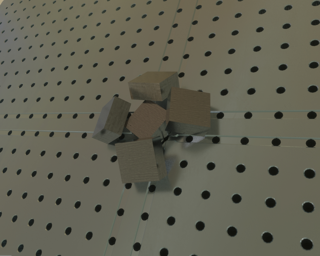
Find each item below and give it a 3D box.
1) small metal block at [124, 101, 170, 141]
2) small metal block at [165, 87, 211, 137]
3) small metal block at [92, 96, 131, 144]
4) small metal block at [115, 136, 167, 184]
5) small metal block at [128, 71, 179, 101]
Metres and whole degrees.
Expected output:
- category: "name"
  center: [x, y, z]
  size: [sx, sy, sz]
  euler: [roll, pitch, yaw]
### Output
- category: "small metal block"
  center: [-0.013, -0.006, 0.416]
  size: [0.050, 0.025, 0.050]
  euler: [-49, 52, -7]
- category: "small metal block"
  center: [0.035, -0.020, 0.386]
  size: [0.050, 0.025, 0.050]
  euler: [9, 60, -7]
- category: "small metal block"
  center: [-0.068, -0.010, 0.434]
  size: [0.050, 0.025, 0.050]
  euler: [-28, 42, 56]
- category: "small metal block"
  center: [-0.023, 0.039, 0.379]
  size: [0.050, 0.025, 0.050]
  euler: [-9, 94, 23]
- category: "small metal block"
  center: [-0.008, -0.059, 0.431]
  size: [0.050, 0.025, 0.050]
  euler: [6, 29, 31]
